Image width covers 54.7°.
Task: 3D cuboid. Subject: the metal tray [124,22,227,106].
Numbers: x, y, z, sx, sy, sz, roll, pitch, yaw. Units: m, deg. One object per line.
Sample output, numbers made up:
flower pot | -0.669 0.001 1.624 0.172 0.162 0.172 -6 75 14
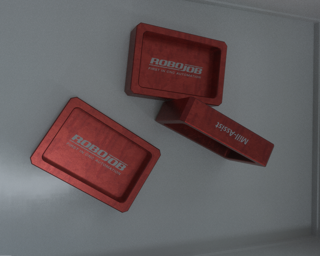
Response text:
metal tray | 0.023 -0.081 0.417 0.131 0.030 0.089 6 88 -20

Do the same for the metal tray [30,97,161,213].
metal tray | -0.076 0.033 0.380 0.130 0.030 0.090 34 79 -17

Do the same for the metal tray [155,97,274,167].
metal tray | 0.069 0.006 0.402 0.131 0.090 0.030 28 81 -18
